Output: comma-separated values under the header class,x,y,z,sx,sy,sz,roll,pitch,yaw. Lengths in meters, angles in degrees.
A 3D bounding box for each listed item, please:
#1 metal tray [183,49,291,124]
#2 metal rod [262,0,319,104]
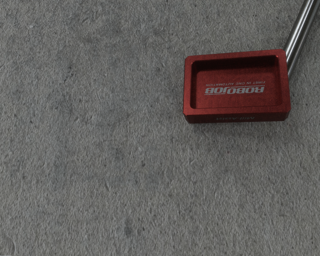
class,x,y,z,sx,sy,sz,roll,pitch,yaw
metal tray,0.099,-0.054,0.410,0.131,0.030,0.090,-1,69,13
metal rod,0.213,-0.150,0.465,0.025,0.025,0.300,26,72,8
